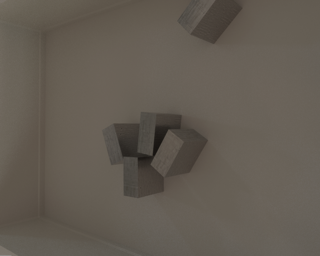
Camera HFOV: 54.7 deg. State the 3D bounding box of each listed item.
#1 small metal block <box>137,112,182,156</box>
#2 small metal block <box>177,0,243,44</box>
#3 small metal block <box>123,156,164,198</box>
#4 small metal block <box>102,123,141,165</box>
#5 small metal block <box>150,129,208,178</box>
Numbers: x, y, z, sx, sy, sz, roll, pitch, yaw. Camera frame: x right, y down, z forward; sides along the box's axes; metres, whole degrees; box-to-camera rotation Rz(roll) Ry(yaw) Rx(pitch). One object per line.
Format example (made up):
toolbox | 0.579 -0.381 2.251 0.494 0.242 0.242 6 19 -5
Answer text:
small metal block | 0.000 0.006 0.389 0.025 0.050 0.050 9 96 39
small metal block | 0.056 -0.126 0.343 0.050 0.050 0.025 -51 61 28
small metal block | -0.021 0.061 0.406 0.025 0.050 0.050 -1 90 40
small metal block | -0.047 0.021 0.427 0.025 0.050 0.050 -27 73 36
small metal block | 0.023 0.029 0.370 0.025 0.050 0.050 40 114 32
